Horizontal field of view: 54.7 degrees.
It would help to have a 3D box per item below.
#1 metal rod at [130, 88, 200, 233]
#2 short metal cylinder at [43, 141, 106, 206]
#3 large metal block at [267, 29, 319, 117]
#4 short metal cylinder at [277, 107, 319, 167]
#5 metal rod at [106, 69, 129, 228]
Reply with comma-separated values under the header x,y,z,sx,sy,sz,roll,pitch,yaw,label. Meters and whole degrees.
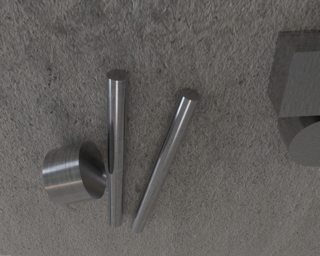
x,y,z,sx,sy,sz,roll,pitch,yaw,label
-0.002,0.069,0.465,0.025,0.025,0.298,12,129,-10,metal rod
-0.114,0.062,0.422,0.050,0.080,0.080,-13,129,11,short metal cylinder
0.171,-0.060,0.341,0.080,0.050,0.079,-3,130,2,large metal block
0.198,0.004,0.396,0.081,0.050,0.079,0,130,0,short metal cylinder
-0.063,0.052,0.450,0.025,0.025,0.298,4,130,-4,metal rod
